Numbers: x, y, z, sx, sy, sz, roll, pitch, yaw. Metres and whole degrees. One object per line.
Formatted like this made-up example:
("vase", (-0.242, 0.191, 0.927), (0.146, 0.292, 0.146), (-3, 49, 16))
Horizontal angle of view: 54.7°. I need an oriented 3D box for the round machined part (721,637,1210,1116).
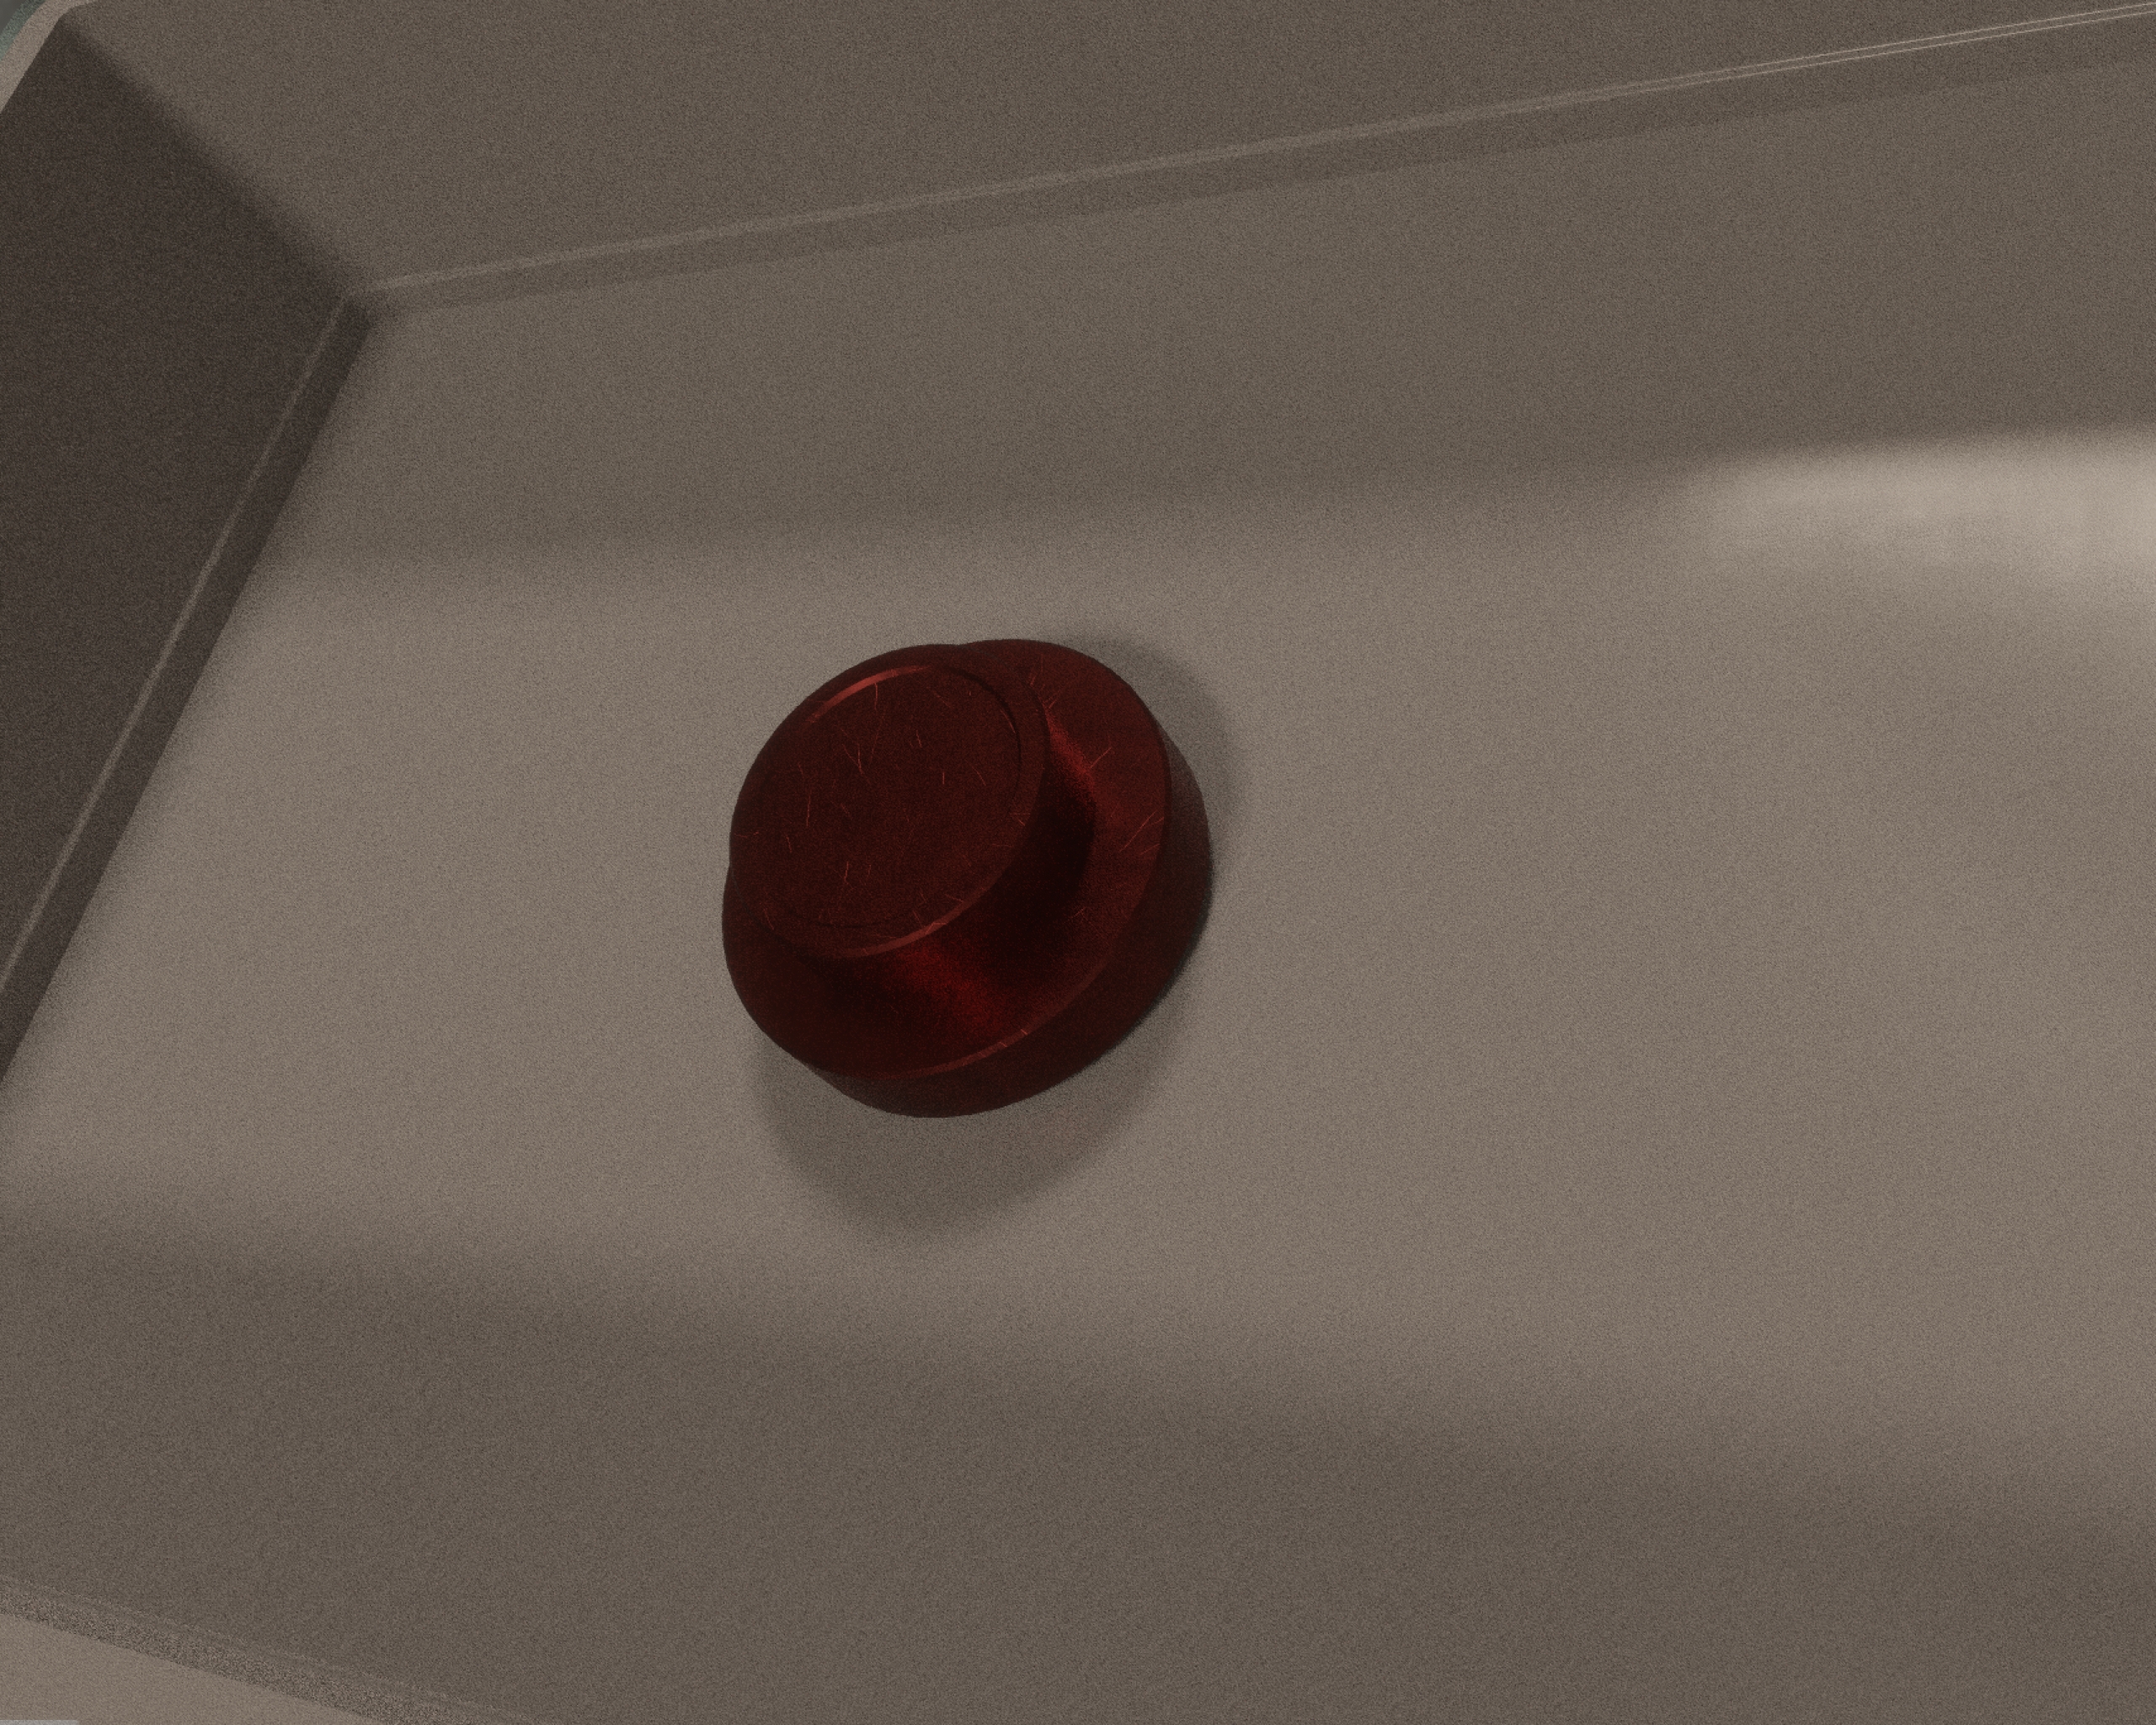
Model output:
("round machined part", (-0.028, -0.004, 0.406), (0.098, 0.042, 0.098), (-13, 56, 20))
